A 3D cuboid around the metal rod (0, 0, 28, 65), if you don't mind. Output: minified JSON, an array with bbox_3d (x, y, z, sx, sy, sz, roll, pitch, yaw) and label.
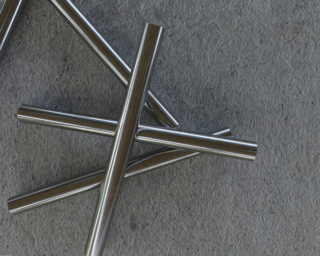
[{"bbox_3d":[-0.240,-0.051,0.407,0.025,0.025,0.299,23,90,0],"label":"metal rod"}]

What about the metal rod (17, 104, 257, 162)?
[{"bbox_3d":[-0.033,0.004,0.393,0.302,0.025,0.025,9,90,6],"label":"metal rod"}]

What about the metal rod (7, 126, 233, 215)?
[{"bbox_3d":[-0.050,0.056,0.409,0.302,0.025,0.025,-18,90,0],"label":"metal rod"}]

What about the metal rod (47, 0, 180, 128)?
[{"bbox_3d":[-0.082,-0.112,0.409,0.025,0.025,0.300,-41,90,0],"label":"metal rod"}]

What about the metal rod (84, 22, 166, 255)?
[{"bbox_3d":[-0.047,0.027,0.373,0.025,0.025,0.298,17,104,0],"label":"metal rod"}]
